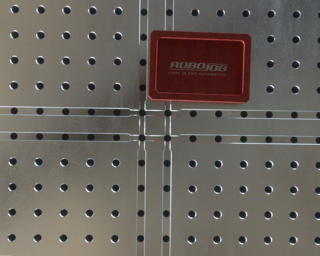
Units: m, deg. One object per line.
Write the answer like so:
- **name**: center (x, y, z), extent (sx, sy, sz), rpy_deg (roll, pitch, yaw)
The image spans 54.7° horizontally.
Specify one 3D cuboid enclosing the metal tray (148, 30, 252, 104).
- **metal tray**: center (0.051, -0.079, 0.411), extent (0.131, 0.030, 0.089), rpy_deg (2, 90, -1)
